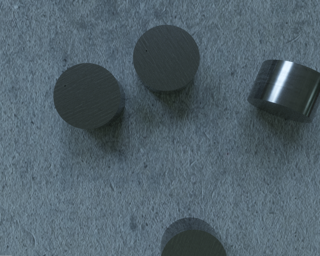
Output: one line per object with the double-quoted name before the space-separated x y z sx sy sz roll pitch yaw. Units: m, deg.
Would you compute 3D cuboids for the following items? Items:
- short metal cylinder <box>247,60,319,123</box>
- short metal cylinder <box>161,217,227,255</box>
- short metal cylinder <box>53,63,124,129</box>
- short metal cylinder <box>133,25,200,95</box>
"short metal cylinder" 0.156 -0.044 0.383 0.080 0.080 0.050 22 90 0
"short metal cylinder" 0.041 0.162 0.398 0.081 0.050 0.080 0 90 0
"short metal cylinder" -0.088 -0.038 0.397 0.081 0.050 0.080 0 90 0
"short metal cylinder" 0.008 -0.085 0.397 0.081 0.050 0.080 0 90 0
